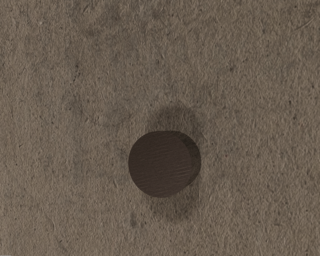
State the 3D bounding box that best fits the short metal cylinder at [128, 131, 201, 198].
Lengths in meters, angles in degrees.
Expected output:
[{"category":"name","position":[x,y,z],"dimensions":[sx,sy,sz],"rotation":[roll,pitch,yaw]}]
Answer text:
[{"category":"short metal cylinder","position":[0.007,0.043,0.392],"dimensions":[0.080,0.050,0.079],"rotation":[0,90,19]}]
